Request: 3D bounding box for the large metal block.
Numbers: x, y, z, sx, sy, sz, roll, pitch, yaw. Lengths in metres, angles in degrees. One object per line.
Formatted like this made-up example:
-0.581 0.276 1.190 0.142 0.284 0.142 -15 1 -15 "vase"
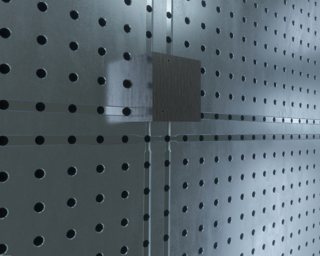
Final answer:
0.006 -0.048 0.397 0.081 0.050 0.080 0 90 -40 "large metal block"
